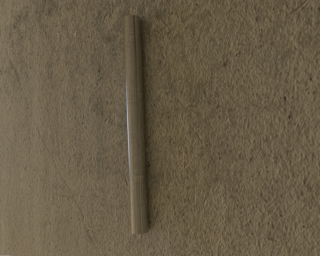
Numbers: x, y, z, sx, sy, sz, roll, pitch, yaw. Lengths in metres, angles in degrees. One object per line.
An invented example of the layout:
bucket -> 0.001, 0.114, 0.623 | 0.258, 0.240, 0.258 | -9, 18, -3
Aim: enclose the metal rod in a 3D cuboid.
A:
metal rod -> -0.034, -0.006, 0.433 | 0.025, 0.025, 0.298 | -4, 88, 40
